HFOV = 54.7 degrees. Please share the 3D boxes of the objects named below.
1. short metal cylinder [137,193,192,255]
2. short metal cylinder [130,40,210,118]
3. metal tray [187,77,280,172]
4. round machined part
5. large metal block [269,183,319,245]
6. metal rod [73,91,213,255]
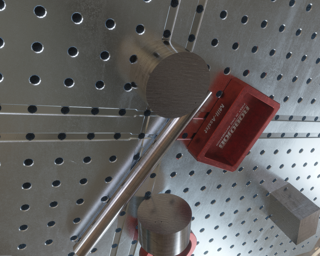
[{"bbox_3d":[0.007,0.146,0.470,0.081,0.080,0.050,-13,124,-21],"label":"short metal cylinder"},{"bbox_3d":[0.011,-0.058,0.365,0.081,0.050,0.079,-14,124,-21],"label":"short metal cylinder"},{"bbox_3d":[0.112,-0.001,0.468,0.091,0.030,0.129,21,107,-36],"label":"metal tray"},{"bbox_3d":[0.010,0.197,0.526,0.099,0.042,0.097,-15,126,-21],"label":"round machined part"},{"bbox_3d":[0.271,0.174,0.632,0.050,0.080,0.080,-23,127,-15],"label":"large metal block"},{"bbox_3d":[-0.029,0.064,0.435,0.025,0.025,0.299,30,102,-38],"label":"metal rod"}]
